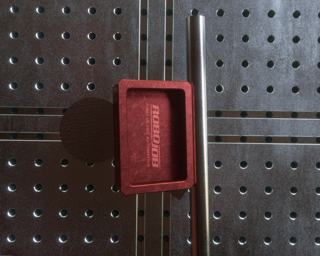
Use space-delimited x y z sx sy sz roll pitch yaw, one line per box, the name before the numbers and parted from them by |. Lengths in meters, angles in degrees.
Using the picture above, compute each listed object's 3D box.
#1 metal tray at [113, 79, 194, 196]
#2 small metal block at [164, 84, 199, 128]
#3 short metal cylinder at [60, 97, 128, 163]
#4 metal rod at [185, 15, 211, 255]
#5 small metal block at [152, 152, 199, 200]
metal tray | -0.008 0.010 0.371 0.091 0.030 0.129 -2 90 -20
small metal block | 0.031 -0.029 0.414 0.050 0.025 0.050 -15 90 -1
short metal cylinder | -0.081 0.003 0.399 0.081 0.050 0.079 0 90 -1
metal rod | 0.048 0.012 0.389 0.025 0.025 0.298 -1 90 -1
small metal block | 0.021 0.059 0.413 0.050 0.025 0.050 39 90 -1
